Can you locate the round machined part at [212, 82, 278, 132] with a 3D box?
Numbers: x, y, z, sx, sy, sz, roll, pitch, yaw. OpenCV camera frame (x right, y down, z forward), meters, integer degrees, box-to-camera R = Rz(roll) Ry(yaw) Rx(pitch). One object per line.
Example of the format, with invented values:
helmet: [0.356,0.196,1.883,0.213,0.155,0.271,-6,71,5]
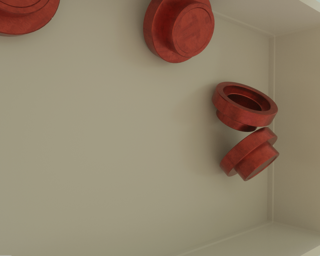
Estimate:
round machined part: [0.127,-0.030,0.480,0.099,0.098,0.042,-13,134,-40]

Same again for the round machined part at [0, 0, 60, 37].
round machined part: [-0.135,-0.133,0.275,0.099,0.042,0.097,-8,103,-39]

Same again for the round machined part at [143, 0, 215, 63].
round machined part: [0.031,-0.130,0.397,0.099,0.042,0.097,-22,131,-28]

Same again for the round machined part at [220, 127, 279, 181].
round machined part: [0.145,0.046,0.483,0.099,0.097,0.042,-16,59,-39]
